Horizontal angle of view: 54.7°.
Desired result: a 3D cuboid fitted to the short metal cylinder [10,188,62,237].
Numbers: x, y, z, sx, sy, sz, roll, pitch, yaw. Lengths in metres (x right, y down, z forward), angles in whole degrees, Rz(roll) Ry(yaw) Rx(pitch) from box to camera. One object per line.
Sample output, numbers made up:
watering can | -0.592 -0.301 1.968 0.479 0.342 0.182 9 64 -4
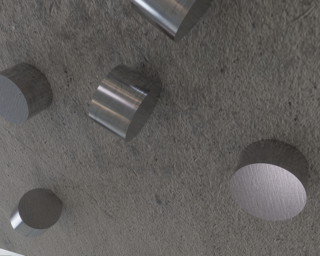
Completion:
short metal cylinder | -0.239 0.163 0.599 0.080 0.080 0.050 46 129 -4

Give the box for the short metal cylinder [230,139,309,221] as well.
short metal cylinder | 0.128 0.060 0.360 0.080 0.050 0.079 13 124 21

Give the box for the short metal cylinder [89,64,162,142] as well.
short metal cylinder | -0.040 -0.030 0.374 0.050 0.080 0.079 30 128 9

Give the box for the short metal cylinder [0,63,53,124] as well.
short metal cylinder | -0.213 -0.053 0.471 0.080 0.050 0.079 13 124 21

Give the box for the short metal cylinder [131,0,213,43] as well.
short metal cylinder | 0.018 -0.127 0.283 0.050 0.080 0.080 39 129 2
